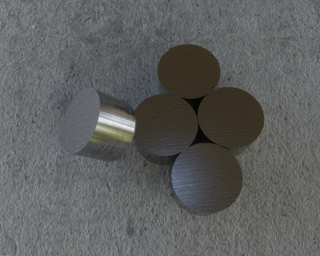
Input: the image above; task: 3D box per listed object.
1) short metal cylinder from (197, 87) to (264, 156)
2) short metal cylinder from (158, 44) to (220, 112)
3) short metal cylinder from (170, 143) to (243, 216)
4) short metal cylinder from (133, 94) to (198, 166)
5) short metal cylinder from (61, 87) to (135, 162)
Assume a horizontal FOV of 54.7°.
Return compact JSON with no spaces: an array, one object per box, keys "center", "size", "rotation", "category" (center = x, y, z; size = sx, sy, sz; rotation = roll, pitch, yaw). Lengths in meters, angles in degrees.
[{"center":[0.086,-0.006,0.399],"size":[0.081,0.050,0.080],"rotation":[0,70,0],"category":"short metal cylinder"},{"center":[0.037,-0.065,0.420],"size":[0.081,0.050,0.080],"rotation":[0,70,0],"category":"short metal cylinder"},{"center":[0.053,0.063,0.373],"size":[0.081,0.050,0.080],"rotation":[0,70,0],"category":"short metal cylinder"},{"center":[0.005,0.003,0.395],"size":[0.081,0.050,0.080],"rotation":[0,70,0],"category":"short metal cylinder"},{"center":[-0.076,-0.003,0.375],"size":[0.080,0.050,0.080],"rotation":[-20,61,40],"category":"short metal cylinder"}]
